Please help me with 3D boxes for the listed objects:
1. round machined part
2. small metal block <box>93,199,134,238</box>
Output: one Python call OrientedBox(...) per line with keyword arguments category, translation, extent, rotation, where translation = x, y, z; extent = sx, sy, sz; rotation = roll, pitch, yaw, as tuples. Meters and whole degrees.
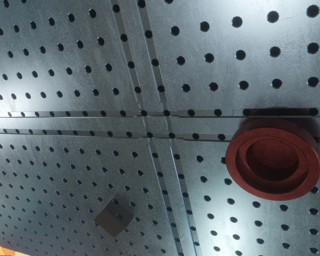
OrientedBox(category="round machined part", translation=(0.128, 0.031, 0.352), extent=(0.098, 0.042, 0.097), rotation=(13, 124, 21))
OrientedBox(category="small metal block", translation=(-0.084, 0.163, 0.557), extent=(0.050, 0.025, 0.050), rotation=(41, 129, 0))
